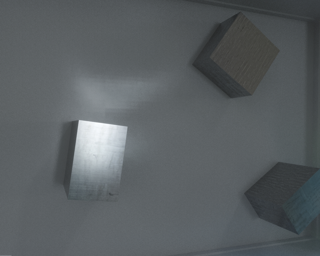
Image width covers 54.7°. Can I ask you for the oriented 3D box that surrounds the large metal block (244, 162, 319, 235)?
[{"bbox_3d":[0.187,0.098,0.453,0.080,0.080,0.050,-37,102,-17],"label":"large metal block"}]

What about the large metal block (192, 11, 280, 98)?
[{"bbox_3d":[0.107,-0.100,0.438,0.080,0.050,0.080,37,78,-17],"label":"large metal block"}]

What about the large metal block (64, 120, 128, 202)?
[{"bbox_3d":[-0.077,0.034,0.354,0.050,0.080,0.080,8,87,-20],"label":"large metal block"}]
